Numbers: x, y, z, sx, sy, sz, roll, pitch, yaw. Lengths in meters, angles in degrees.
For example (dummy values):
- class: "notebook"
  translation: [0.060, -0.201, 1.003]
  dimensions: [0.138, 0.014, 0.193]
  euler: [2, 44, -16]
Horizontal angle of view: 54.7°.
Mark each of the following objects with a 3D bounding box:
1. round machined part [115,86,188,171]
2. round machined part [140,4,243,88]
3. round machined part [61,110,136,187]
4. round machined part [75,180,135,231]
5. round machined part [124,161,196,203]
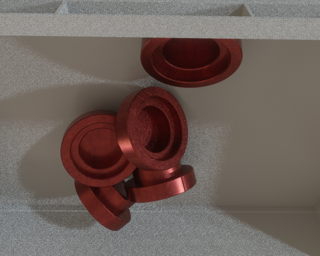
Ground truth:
- class: "round machined part"
  translation: [-0.014, 0.002, 0.370]
  dimensions: [0.042, 0.098, 0.098]
  euler: [-11, 135, 44]
- class: "round machined part"
  translation: [0.031, -0.084, 0.311]
  dimensions: [0.099, 0.042, 0.098]
  euler: [2, 156, 1]
- class: "round machined part"
  translation: [-0.076, 0.023, 0.401]
  dimensions: [0.099, 0.042, 0.097]
  euler: [-4, 108, -13]
- class: "round machined part"
  translation: [-0.073, 0.095, 0.446]
  dimensions: [0.042, 0.098, 0.098]
  euler: [-40, 123, 2]
- class: "round machined part"
  translation: [-0.002, 0.065, 0.429]
  dimensions: [0.098, 0.098, 0.042]
  euler: [-13, 93, 11]
